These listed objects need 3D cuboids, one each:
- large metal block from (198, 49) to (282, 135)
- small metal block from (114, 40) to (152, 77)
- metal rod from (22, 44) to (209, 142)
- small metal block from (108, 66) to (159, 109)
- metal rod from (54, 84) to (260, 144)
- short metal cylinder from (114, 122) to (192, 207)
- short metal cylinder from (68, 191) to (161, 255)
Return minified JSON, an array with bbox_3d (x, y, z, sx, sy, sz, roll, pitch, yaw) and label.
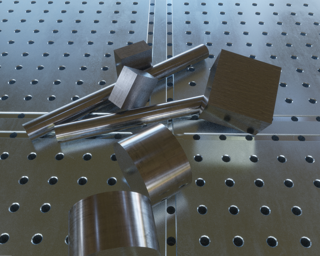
[{"bbox_3d":[0.103,-0.045,0.405,0.080,0.050,0.080,17,71,-1],"label":"large metal block"},{"bbox_3d":[-0.040,-0.100,0.475,0.050,0.050,0.025,-24,54,-19],"label":"small metal block"},{"bbox_3d":[-0.050,-0.060,0.457,0.302,0.025,0.025,-29,56,-22],"label":"metal rod"},{"bbox_3d":[-0.035,-0.053,0.422,0.025,0.050,0.050,37,18,26],"label":"small metal block"},{"bbox_3d":[0.012,-0.024,0.427,0.302,0.025,0.025,-13,51,-11],"label":"metal rod"},{"bbox_3d":[-0.009,0.040,0.338,0.050,0.080,0.080,-27,55,-20],"label":"short metal cylinder"},{"bbox_3d":[-0.043,0.101,0.287,0.081,0.080,0.050,-8,51,-7],"label":"short metal cylinder"}]
